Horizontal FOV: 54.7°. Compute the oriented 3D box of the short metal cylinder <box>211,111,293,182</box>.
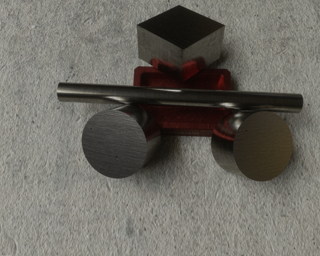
[{"bbox_3d":[0.109,0.020,0.372,0.081,0.050,0.079,-1,93,-19],"label":"short metal cylinder"}]

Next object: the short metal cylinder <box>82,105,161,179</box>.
[{"bbox_3d":[-0.045,0.014,0.371,0.080,0.050,0.079,3,102,17],"label":"short metal cylinder"}]

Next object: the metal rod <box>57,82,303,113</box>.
[{"bbox_3d":[0.024,-0.038,0.392,0.302,0.025,0.025,3,70,1],"label":"metal rod"}]

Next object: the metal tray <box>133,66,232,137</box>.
[{"bbox_3d":[0.029,-0.036,0.420,0.131,0.030,0.090,2,70,0],"label":"metal tray"}]

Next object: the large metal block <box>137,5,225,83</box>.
[{"bbox_3d":[0.027,-0.115,0.415,0.080,0.050,0.080,36,56,28],"label":"large metal block"}]
